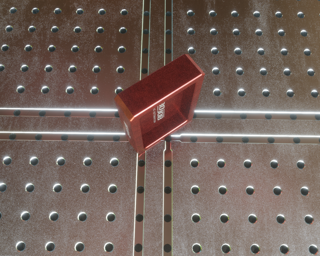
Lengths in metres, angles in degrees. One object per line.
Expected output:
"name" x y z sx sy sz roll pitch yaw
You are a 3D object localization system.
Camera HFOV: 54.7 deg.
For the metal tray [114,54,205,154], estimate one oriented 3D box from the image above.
"metal tray" 0.000 -0.021 0.363 0.090 0.130 0.030 -33 74 -12
